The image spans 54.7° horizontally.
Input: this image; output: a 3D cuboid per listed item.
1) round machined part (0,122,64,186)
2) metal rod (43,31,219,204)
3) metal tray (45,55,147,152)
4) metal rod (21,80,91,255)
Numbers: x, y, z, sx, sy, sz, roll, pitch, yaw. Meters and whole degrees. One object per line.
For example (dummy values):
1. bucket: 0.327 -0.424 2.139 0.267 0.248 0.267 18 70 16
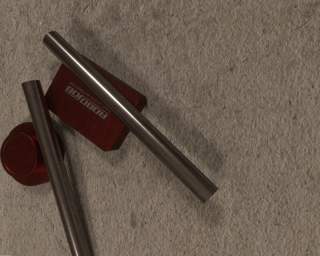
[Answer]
1. round machined part: -0.199 0.039 0.468 0.098 0.042 0.097 0 90 19
2. metal rod: -0.046 -0.023 0.391 0.300 0.025 0.025 44 103 14
3. metal tray: -0.094 -0.038 0.438 0.130 0.030 0.090 35 101 16
4. metal rod: -0.141 0.080 0.438 0.025 0.025 0.298 -15 92 19
